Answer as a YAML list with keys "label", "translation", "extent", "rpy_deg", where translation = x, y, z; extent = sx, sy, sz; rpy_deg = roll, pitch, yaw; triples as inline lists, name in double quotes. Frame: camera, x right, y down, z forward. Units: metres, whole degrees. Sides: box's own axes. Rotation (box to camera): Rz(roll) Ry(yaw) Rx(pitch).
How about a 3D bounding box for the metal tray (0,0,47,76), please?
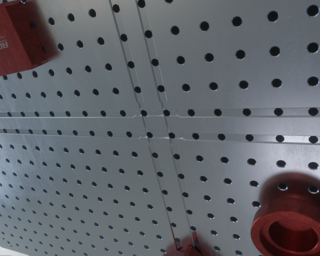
- label: "metal tray"
  translation: [-0.238, -0.125, 0.456]
  extent: [0.130, 0.030, 0.090]
  rpy_deg: [-4, 117, 30]

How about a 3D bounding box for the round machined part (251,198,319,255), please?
- label: "round machined part"
  translation: [0.169, 0.129, 0.391]
  extent: [0.098, 0.042, 0.097]
  rpy_deg: [13, 124, 21]

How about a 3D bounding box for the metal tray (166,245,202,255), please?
- label: "metal tray"
  translation: [0.066, 0.271, 0.540]
  extent: [0.130, 0.030, 0.090]
  rpy_deg: [44, 129, -3]
